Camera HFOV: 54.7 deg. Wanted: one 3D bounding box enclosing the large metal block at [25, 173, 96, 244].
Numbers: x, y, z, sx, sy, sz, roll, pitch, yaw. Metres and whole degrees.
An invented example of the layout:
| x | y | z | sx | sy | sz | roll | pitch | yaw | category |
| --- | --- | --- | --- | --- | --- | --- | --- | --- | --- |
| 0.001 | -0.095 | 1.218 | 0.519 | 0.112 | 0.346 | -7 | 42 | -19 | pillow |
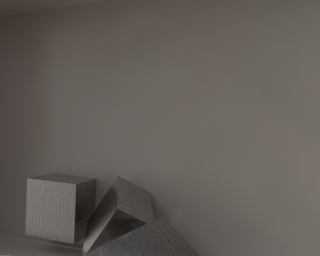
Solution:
| x | y | z | sx | sy | sz | roll | pitch | yaw | category |
| --- | --- | --- | --- | --- | --- | --- | --- | --- | --- |
| -0.142 | 0.112 | 0.446 | 0.080 | 0.050 | 0.079 | 3 | 91 | 19 | large metal block |

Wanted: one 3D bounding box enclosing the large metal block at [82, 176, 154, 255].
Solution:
| x | y | z | sx | sy | sz | roll | pitch | yaw | category |
| --- | --- | --- | --- | --- | --- | --- | --- | --- | --- |
| -0.053 | 0.121 | 0.391 | 0.050 | 0.080 | 0.080 | 31 | 101 | -15 | large metal block |

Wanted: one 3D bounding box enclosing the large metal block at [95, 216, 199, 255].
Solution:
| x | y | z | sx | sy | sz | roll | pitch | yaw | category |
| --- | --- | --- | --- | --- | --- | --- | --- | --- | --- |
| -0.009 | 0.147 | 0.313 | 0.080 | 0.081 | 0.050 | 30 | 134 | 55 | large metal block |
